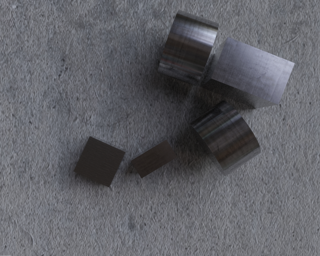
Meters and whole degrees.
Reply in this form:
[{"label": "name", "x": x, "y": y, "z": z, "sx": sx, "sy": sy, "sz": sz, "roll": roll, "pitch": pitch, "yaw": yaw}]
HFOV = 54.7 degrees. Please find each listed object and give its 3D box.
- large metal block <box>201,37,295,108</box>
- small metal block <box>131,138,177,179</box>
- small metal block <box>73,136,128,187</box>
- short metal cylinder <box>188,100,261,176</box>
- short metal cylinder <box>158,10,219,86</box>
[{"label": "large metal block", "x": 0.103, "y": -0.064, "z": 0.384, "sx": 0.080, "sy": 0.080, "sz": 0.050, "roll": 21, "pitch": 90, "yaw": -1}, {"label": "small metal block", "x": -0.007, "y": 0.037, "z": 0.397, "sx": 0.050, "sy": 0.050, "sz": 0.025, "roll": -31, "pitch": 90, "yaw": 0}, {"label": "small metal block", "x": -0.078, "y": 0.043, "z": 0.409, "sx": 0.050, "sy": 0.025, "sz": 0.050, "roll": 25, "pitch": 90, "yaw": -1}, {"label": "short metal cylinder", "x": 0.078, "y": 0.013, "z": 0.384, "sx": 0.050, "sy": 0.080, "sz": 0.080, "roll": -34, "pitch": 90, "yaw": 0}, {"label": "short metal cylinder", "x": 0.034, "y": -0.098, "z": 0.383, "sx": 0.050, "sy": 0.080, "sz": 0.080, "roll": 19, "pitch": 90, "yaw": 0}]
